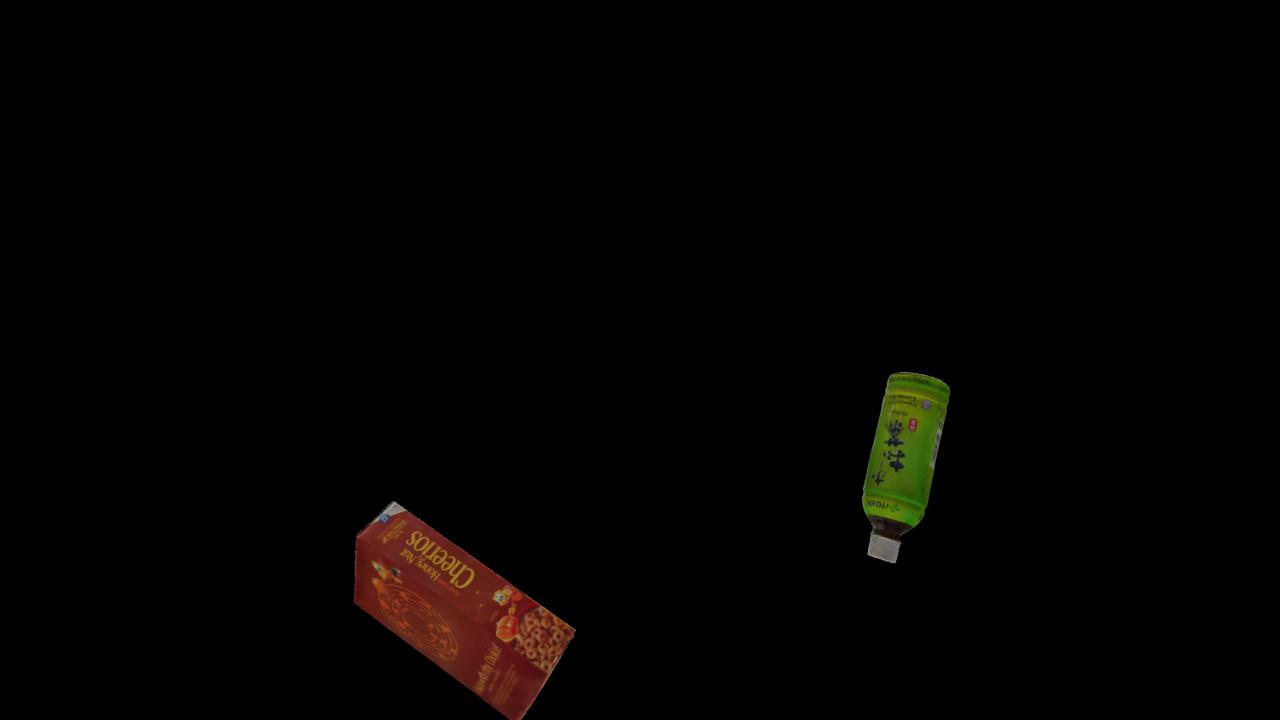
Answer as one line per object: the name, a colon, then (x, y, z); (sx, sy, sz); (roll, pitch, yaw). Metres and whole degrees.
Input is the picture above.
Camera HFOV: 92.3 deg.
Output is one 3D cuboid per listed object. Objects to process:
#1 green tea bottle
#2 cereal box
green tea bottle: (0.298, 0.122, 0.700); (0.073, 0.212, 0.073); (16, -13, 4)
cereal box: (-0.252, 0.350, 0.846); (0.306, 0.203, 0.081); (32, 41, 9)
